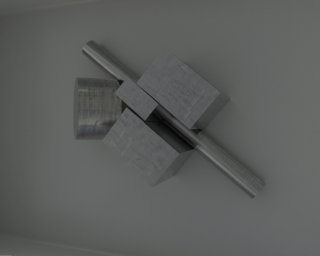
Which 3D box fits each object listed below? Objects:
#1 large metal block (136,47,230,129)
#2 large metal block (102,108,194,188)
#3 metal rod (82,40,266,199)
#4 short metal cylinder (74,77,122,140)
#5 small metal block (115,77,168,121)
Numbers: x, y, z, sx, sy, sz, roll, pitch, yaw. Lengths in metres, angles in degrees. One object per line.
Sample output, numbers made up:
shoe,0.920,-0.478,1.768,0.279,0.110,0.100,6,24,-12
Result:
large metal block,0.031,-0.043,0.369,0.080,0.080,0.050,42,103,15
large metal block,-0.010,0.021,0.383,0.080,0.080,0.050,41,103,15
metal rod,0.008,-0.020,0.406,0.300,0.025,0.025,41,103,15
short metal cylinder,-0.083,-0.024,0.402,0.050,0.080,0.079,1,90,-20
small metal block,-0.019,-0.034,0.377,0.050,0.050,0.025,42,103,14
